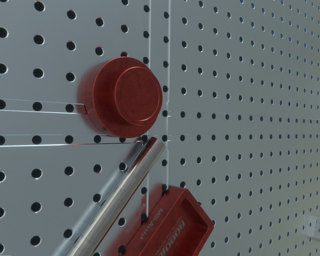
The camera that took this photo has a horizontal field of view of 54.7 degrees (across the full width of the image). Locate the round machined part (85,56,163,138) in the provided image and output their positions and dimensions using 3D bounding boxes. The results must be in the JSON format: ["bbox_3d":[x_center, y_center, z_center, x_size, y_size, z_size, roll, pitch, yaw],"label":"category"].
[{"bbox_3d":[-0.036,-0.036,0.370,0.099,0.042,0.097,0,90,-40],"label":"round machined part"}]

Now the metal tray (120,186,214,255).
[{"bbox_3d":[0.013,0.156,0.418,0.130,0.030,0.090,-50,120,-28],"label":"metal tray"}]

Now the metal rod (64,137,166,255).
[{"bbox_3d":[-0.082,0.129,0.341,0.025,0.025,0.301,51,60,-28],"label":"metal rod"}]

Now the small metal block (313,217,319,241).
[{"bbox_3d":[0.400,0.250,0.750,0.050,0.025,0.050,34,69,-35],"label":"small metal block"}]
